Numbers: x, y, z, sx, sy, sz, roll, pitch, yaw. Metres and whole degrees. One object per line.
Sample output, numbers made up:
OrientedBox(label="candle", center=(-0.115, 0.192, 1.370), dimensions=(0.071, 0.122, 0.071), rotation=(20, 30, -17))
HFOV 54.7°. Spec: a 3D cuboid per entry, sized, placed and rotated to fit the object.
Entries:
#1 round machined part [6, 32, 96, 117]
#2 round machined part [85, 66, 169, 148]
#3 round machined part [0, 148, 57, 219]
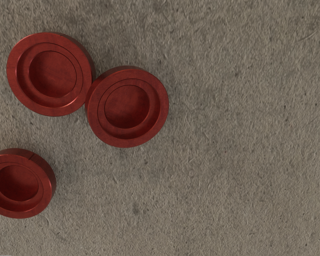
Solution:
OrientedBox(label="round machined part", center=(-0.127, -0.066, 0.375), dimensions=(0.099, 0.042, 0.097), rotation=(0, 110, 0))
OrientedBox(label="round machined part", center=(-0.042, -0.028, 0.378), dimensions=(0.099, 0.042, 0.097), rotation=(-9, 116, -20))
OrientedBox(label="round machined part", center=(-0.191, 0.071, 0.425), dimensions=(0.099, 0.042, 0.097), rotation=(0, 110, 0))
